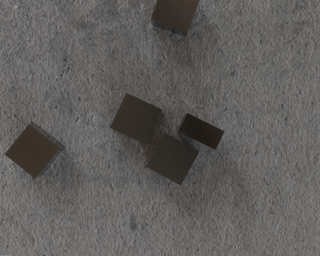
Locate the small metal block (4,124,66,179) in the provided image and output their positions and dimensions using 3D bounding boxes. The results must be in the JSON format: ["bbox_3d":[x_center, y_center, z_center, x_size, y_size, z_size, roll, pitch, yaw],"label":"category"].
[{"bbox_3d":[-0.164,0.030,0.409,0.050,0.025,0.050,38,90,0],"label":"small metal block"}]

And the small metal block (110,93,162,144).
[{"bbox_3d":[-0.031,-0.012,0.410,0.050,0.025,0.050,25,90,0],"label":"small metal block"}]

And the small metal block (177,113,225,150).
[{"bbox_3d":[0.050,0.004,0.398,0.050,0.050,0.025,26,90,0],"label":"small metal block"}]

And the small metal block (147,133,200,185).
[{"bbox_3d":[0.017,0.040,0.410,0.050,0.025,0.050,29,90,0],"label":"small metal block"}]

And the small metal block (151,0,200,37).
[{"bbox_3d":[0.021,-0.156,0.410,0.050,0.025,0.050,20,90,0],"label":"small metal block"}]
